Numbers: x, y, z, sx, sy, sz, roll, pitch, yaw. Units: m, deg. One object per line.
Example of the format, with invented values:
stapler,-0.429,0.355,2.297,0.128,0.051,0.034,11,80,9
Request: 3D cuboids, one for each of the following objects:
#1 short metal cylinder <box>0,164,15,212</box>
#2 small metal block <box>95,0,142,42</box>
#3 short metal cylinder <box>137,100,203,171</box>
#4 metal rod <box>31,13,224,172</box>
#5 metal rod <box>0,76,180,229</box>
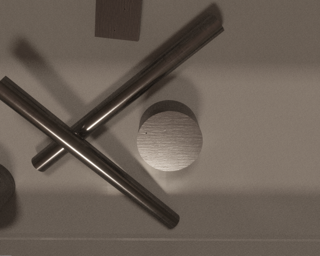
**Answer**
short metal cylinder,-0.252,0.089,0.427,0.081,0.050,0.079,0,110,-1
small metal block,-0.048,-0.131,0.363,0.050,0.025,0.050,6,110,-3
short metal cylinder,0.012,0.009,0.401,0.081,0.050,0.079,0,110,-1
metal rod,-0.049,-0.037,0.396,0.300,0.025,0.025,-37,106,12
metal rod,-0.081,0.045,0.405,0.025,0.025,0.300,-41,114,13
